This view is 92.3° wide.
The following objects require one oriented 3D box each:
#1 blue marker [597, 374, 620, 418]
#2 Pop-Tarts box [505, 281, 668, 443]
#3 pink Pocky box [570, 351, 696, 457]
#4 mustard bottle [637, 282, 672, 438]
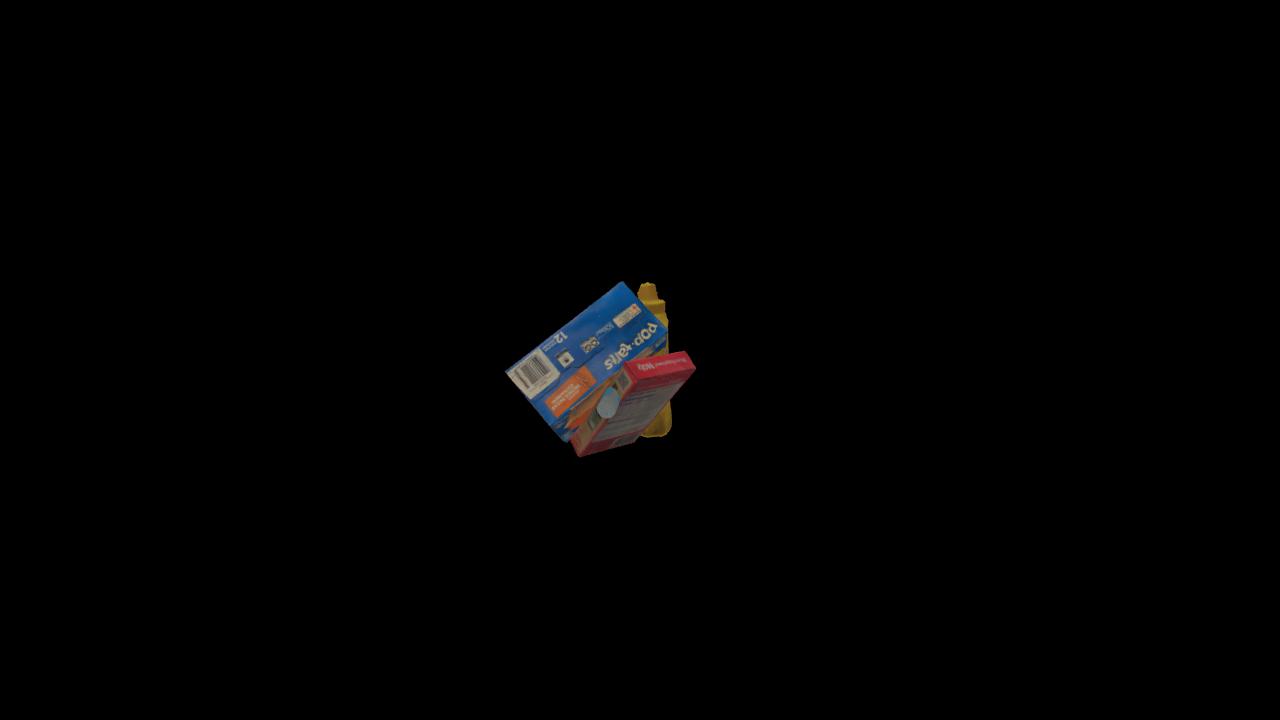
[{"bbox_3d":[-0.020,0.023,0.652,0.020,0.020,0.121,0,26,14],"label":"blue marker"},{"bbox_3d":[-0.056,0.009,0.729,0.167,0.083,0.141,-38,-12,-10],"label":"Pop-Tarts box"},{"bbox_3d":[-0.010,0.050,0.673,0.084,0.029,0.155,-11,-30,-38],"label":"pink Pocky box"},{"bbox_3d":[0.012,-0.004,0.764,0.054,0.184,0.092,-1,14,1],"label":"mustard bottle"}]
